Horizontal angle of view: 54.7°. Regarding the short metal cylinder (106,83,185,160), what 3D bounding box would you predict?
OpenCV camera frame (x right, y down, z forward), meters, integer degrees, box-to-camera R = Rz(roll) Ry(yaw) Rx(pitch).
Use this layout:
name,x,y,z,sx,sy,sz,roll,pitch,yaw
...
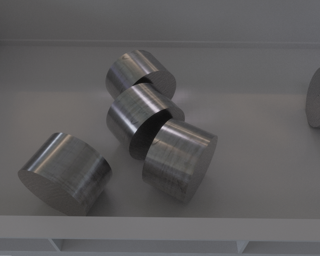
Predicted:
name,x,y,z,sx,sy,sz,roll,pitch,yaw
short metal cylinder,-0.017,-0.007,0.375,0.081,0.080,0.050,-29,56,-22

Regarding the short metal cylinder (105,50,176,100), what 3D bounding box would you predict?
name,x,y,z,sx,sy,sz,roll,pitch,yaw
short metal cylinder,-0.026,-0.057,0.417,0.081,0.080,0.050,-26,55,-20

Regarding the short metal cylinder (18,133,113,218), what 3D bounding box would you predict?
name,x,y,z,sx,sy,sz,roll,pitch,yaw
short metal cylinder,-0.098,0.051,0.326,0.080,0.080,0.050,20,53,16

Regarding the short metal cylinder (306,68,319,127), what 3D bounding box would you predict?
name,x,y,z,sx,sy,sz,roll,pitch,yaw
short metal cylinder,0.231,-0.038,0.403,0.050,0.080,0.080,6,50,5

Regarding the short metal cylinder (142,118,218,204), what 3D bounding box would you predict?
name,x,y,z,sx,sy,sz,roll,pitch,yaw
short metal cylinder,0.023,0.035,0.340,0.050,0.080,0.080,24,54,19
